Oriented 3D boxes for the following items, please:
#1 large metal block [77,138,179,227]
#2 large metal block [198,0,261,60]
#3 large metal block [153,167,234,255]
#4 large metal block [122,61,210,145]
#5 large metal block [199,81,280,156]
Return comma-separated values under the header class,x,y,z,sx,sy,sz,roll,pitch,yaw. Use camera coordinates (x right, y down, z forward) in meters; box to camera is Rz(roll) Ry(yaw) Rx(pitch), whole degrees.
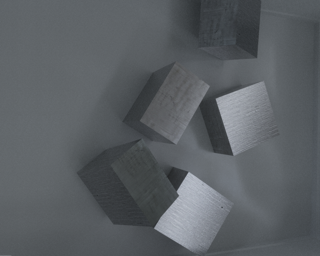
class,x,y,z,sx,sy,sz,roll,pitch,yaw
large metal block,-0.039,0.065,0.361,0.050,0.080,0.080,-41,105,-39
large metal block,0.095,-0.139,0.413,0.080,0.050,0.079,2,92,-55
large metal block,0.037,0.110,0.412,0.080,0.050,0.080,37,78,-17
large metal block,0.004,-0.029,0.384,0.050,0.080,0.080,34,79,-17
large metal block,0.111,-0.014,0.440,0.081,0.050,0.080,-21,97,-19
